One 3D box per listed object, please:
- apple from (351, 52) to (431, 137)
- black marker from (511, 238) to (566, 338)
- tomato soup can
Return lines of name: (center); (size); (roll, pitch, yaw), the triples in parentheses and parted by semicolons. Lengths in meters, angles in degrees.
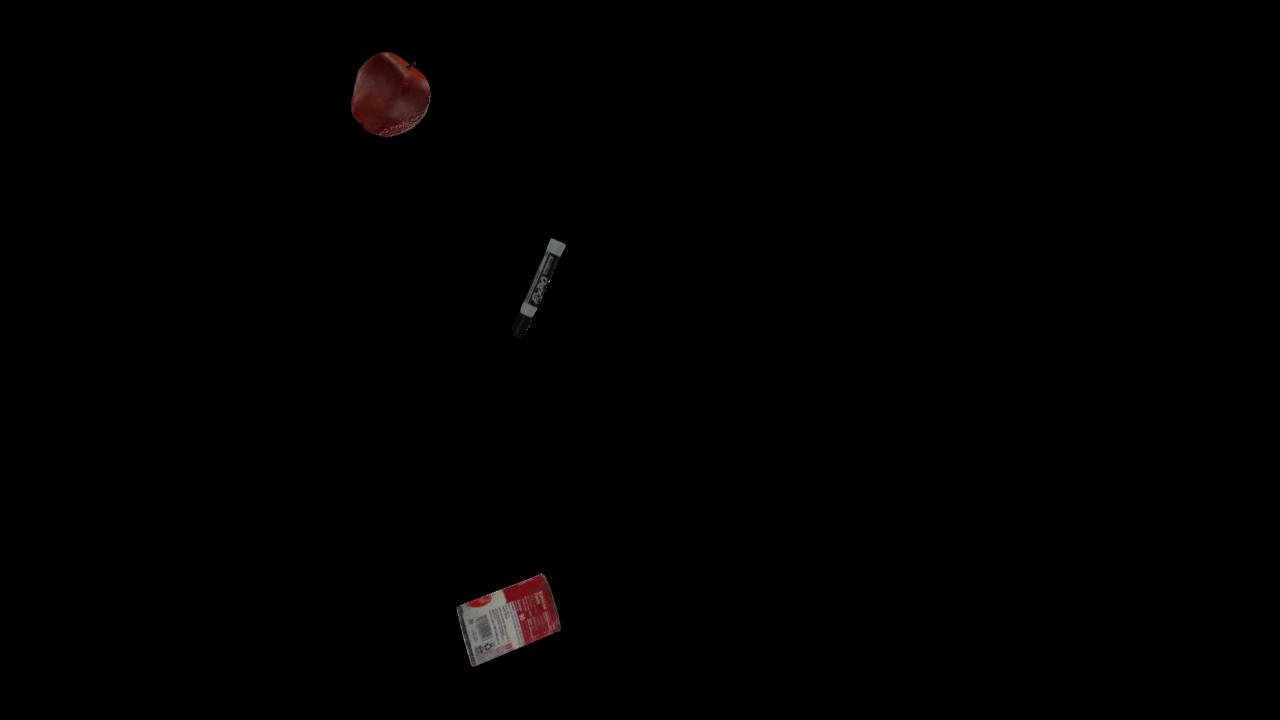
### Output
apple: (-0.282, -0.299, 0.695); (0.093, 0.079, 0.079); (-46, -16, 16)
black marker: (-0.118, -0.081, 0.708); (0.020, 0.121, 0.020); (25, 8, -4)
tomato soup can: (-0.148, 0.292, 0.692); (0.101, 0.068, 0.068); (-16, 6, -21)
